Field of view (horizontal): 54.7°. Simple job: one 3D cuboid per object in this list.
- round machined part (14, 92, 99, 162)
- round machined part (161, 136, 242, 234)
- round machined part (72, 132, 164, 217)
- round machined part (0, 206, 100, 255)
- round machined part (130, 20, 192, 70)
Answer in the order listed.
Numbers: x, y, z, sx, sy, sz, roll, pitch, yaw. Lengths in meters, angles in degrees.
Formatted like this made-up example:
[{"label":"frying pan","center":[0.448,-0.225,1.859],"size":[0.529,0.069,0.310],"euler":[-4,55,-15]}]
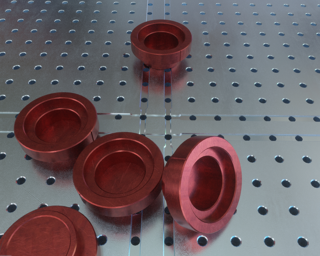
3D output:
[{"label":"round machined part","center":[-0.126,0.003,0.392],"size":[0.099,0.042,0.098],"euler":[0,50,0]},{"label":"round machined part","center":[0.040,0.057,0.326],"size":[0.042,0.098,0.098],"euler":[-1,38,48]},{"label":"round machined part","center":[-0.043,0.055,0.347],"size":[0.099,0.042,0.098],"euler":[-2,48,3]},{"label":"round machined part","center":[-0.110,0.119,0.295],"size":[0.099,0.042,0.098],"euler":[0,50,0]},{"label":"round machined part","center":[0.002,-0.133,0.509],"size":[0.099,0.042,0.098],"euler":[1,50,0]}]
